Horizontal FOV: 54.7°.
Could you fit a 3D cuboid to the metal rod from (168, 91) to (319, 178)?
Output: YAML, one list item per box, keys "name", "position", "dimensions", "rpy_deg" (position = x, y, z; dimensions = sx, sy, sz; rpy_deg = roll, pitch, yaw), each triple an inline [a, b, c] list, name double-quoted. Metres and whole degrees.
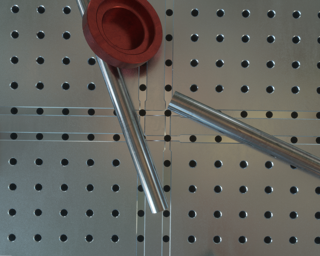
- name: "metal rod"
  position: [0.152, 0.025, 0.415]
  dimensions: [0.301, 0.025, 0.025]
  rpy_deg: [25, 90, -1]

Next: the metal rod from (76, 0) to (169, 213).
- name: "metal rod"
  position: [-0.050, -0.032, 0.412]
  dimensions: [0.025, 0.025, 0.298]
  rpy_deg: [-20, 90, 0]

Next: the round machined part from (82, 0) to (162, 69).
- name: "round machined part"
  position: [-0.050, -0.121, 0.390]
  dimensions: [0.099, 0.042, 0.098]
  rpy_deg: [6, 77, -29]
